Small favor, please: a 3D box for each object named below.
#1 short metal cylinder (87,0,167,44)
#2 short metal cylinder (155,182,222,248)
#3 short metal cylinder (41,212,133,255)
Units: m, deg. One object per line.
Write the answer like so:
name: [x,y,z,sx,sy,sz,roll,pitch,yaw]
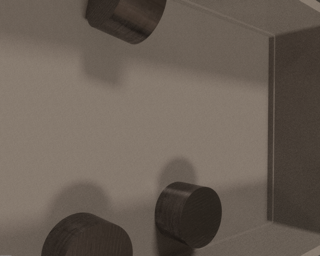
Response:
short metal cylinder: [-0.038,-0.139,0.340,0.050,0.080,0.080,14,81,-40]
short metal cylinder: [0.040,0.117,0.426,0.081,0.050,0.079,0,90,-40]
short metal cylinder: [-0.076,0.135,0.328,0.081,0.050,0.079,0,90,-40]
